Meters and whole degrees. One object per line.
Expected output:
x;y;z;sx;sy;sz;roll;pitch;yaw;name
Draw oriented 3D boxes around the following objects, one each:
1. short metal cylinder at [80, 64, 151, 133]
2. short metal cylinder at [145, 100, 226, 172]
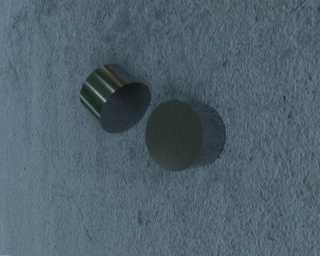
-0.059;-0.039;0.418;0.050;0.081;0.080;43;116;31;short metal cylinder
0.030;0.009;0.364;0.080;0.050;0.080;0;90;40;short metal cylinder
